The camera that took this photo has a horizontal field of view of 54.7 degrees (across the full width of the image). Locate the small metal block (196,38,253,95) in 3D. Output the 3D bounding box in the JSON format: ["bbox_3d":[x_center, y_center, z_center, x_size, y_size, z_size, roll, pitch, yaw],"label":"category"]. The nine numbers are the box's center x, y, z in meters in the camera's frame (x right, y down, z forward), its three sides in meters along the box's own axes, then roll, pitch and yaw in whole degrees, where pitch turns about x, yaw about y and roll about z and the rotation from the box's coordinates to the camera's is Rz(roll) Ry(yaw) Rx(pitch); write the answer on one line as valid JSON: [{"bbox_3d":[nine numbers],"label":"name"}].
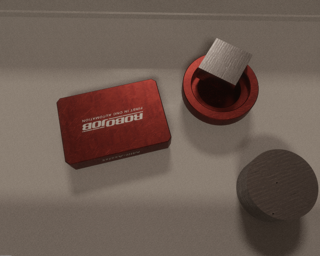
[{"bbox_3d":[0.081,-0.079,0.395,0.050,0.025,0.050,28,72,9],"label":"small metal block"}]

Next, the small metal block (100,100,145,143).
[{"bbox_3d":[-0.050,-0.006,0.411,0.050,0.025,0.050,-14,71,-5],"label":"small metal block"}]

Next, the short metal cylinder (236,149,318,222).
[{"bbox_3d":[0.138,0.071,0.372,0.081,0.050,0.080,0,70,0],"label":"short metal cylinder"}]

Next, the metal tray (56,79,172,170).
[{"bbox_3d":[-0.059,-0.006,0.401,0.131,0.030,0.090,-13,71,-5],"label":"metal tray"}]

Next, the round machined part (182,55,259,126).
[{"bbox_3d":[0.079,-0.049,0.419,0.099,0.042,0.098,0,70,-1],"label":"round machined part"}]
